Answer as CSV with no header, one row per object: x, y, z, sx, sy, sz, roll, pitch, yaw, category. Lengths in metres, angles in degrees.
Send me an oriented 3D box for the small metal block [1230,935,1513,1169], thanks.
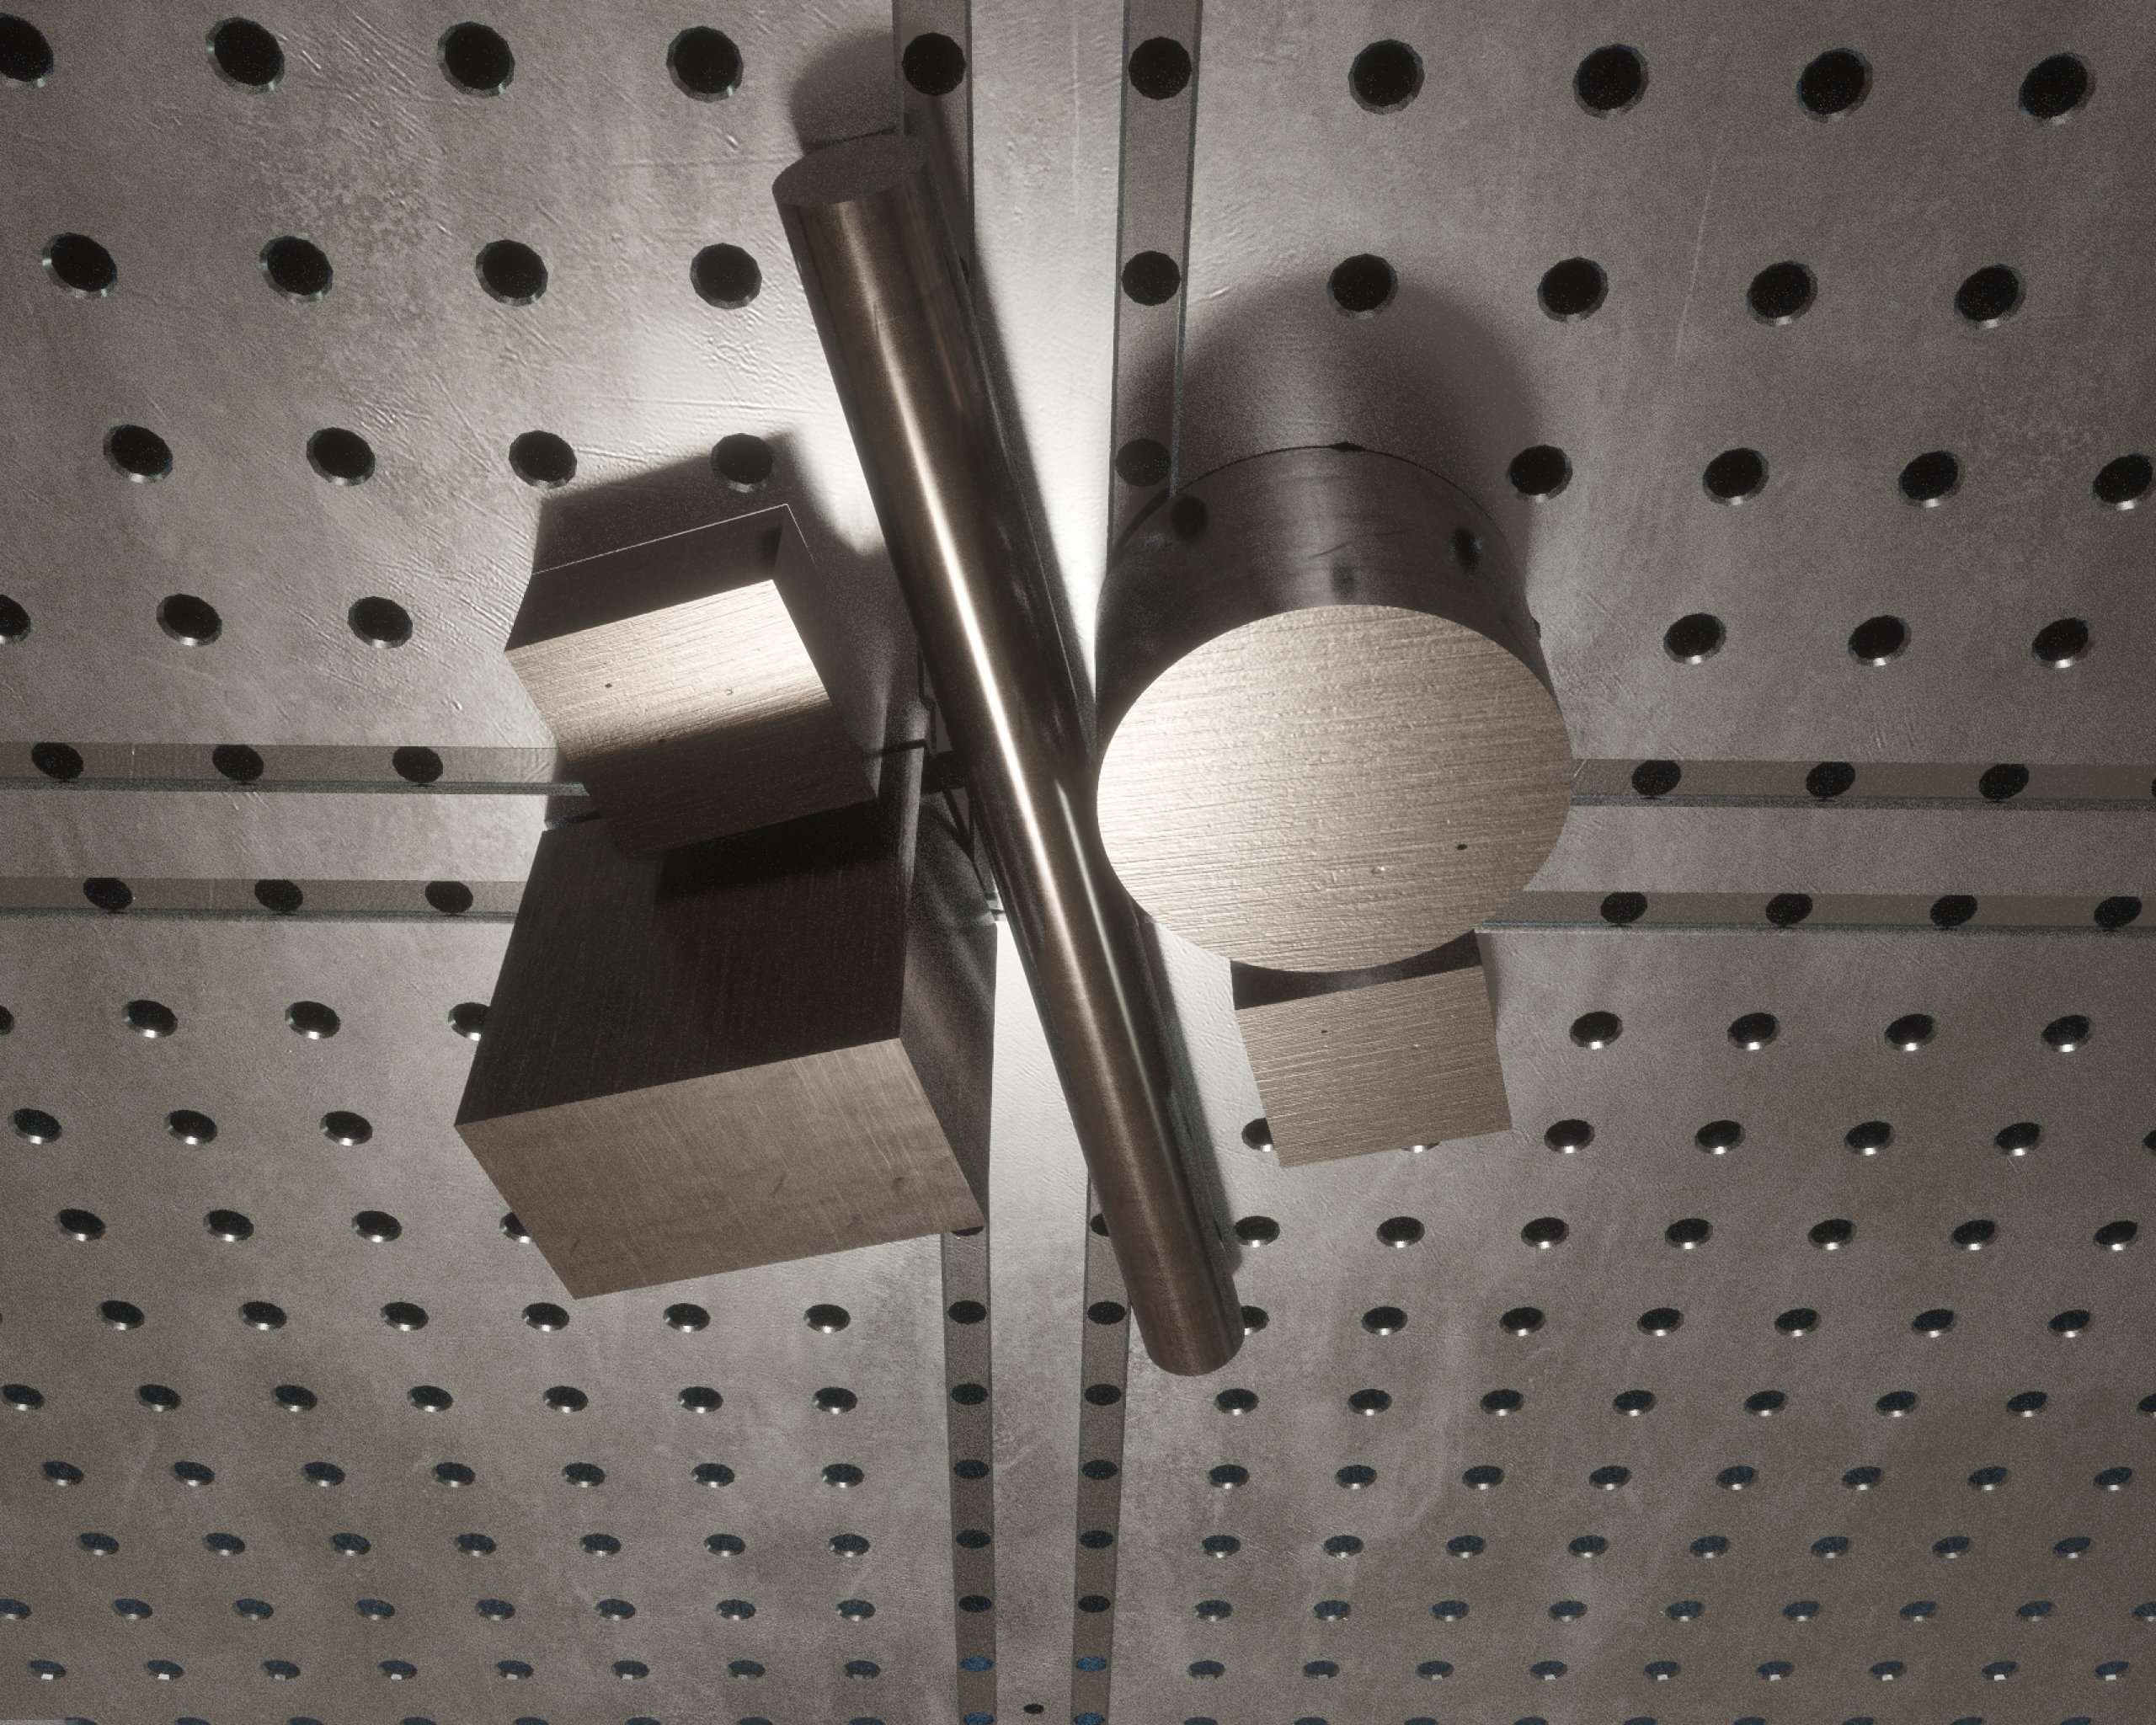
0.062,0.035,0.443,0.050,0.025,0.050,-11,130,9,small metal block

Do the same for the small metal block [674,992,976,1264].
-0.055,0.059,0.461,0.050,0.025,0.050,-12,129,9,small metal block

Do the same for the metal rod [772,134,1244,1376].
-0.003,0.004,0.415,0.025,0.025,0.298,-10,130,8,metal rod

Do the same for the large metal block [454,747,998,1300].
-0.062,0.030,0.398,0.080,0.080,0.050,-12,129,9,large metal block

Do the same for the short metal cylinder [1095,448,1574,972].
0.043,-0.026,0.373,0.081,0.050,0.079,0,130,0,short metal cylinder

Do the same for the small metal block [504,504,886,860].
-0.068,-0.032,0.383,0.050,0.025,0.050,-14,129,10,small metal block
